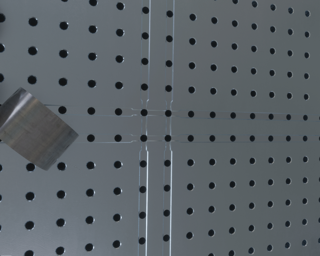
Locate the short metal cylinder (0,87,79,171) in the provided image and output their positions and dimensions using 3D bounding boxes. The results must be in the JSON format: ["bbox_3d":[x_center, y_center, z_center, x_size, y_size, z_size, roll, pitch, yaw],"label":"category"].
[{"bbox_3d":[-0.135,0.001,0.333,0.080,0.080,0.050,43,77,-15],"label":"short metal cylinder"}]
